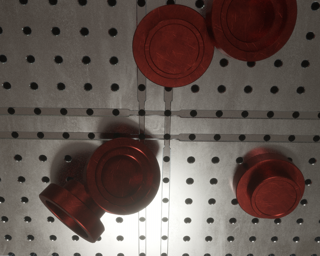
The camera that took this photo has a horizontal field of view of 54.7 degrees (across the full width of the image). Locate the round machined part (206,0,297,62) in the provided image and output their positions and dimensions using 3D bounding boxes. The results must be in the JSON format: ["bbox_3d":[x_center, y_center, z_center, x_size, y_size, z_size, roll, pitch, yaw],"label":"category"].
[{"bbox_3d":[0.100,-0.127,0.354,0.099,0.042,0.097,-2,107,-8],"label":"round machined part"}]

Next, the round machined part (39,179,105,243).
[{"bbox_3d":[-0.113,0.109,0.425,0.098,0.042,0.097,28,147,21],"label":"round machined part"}]

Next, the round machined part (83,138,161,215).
[{"bbox_3d":[-0.052,0.064,0.410,0.099,0.042,0.098,6,76,-24],"label":"round machined part"}]

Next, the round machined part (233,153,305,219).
[{"bbox_3d":[0.157,0.089,0.439,0.099,0.042,0.097,0,110,-1],"label":"round machined part"}]

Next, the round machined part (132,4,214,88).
[{"bbox_3d":[0.016,-0.096,0.369,0.099,0.042,0.097,0,110,-1],"label":"round machined part"}]
